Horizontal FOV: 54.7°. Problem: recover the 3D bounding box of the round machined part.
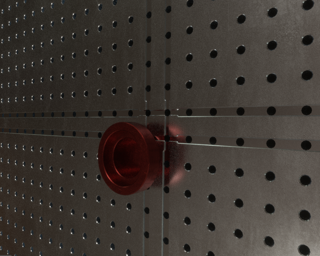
[{"bbox_3d":[-0.038,0.040,0.427,0.098,0.042,0.097,0,90,39],"label":"round machined part"}]
